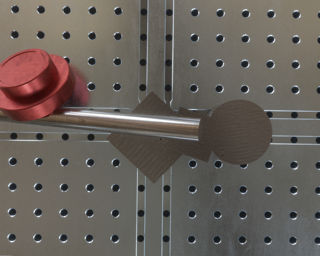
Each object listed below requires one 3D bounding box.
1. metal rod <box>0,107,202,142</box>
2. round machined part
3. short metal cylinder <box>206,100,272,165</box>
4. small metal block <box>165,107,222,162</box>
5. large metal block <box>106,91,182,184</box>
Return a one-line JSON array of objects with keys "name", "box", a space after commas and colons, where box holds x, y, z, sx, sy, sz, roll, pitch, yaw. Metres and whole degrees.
[{"name": "metal rod", "box": [-0.101, -0.011, 0.368, 0.301, 0.025, 0.025, 5, 90, 16]}, {"name": "round machined part", "box": [-0.157, -0.059, 0.376, 0.098, 0.042, 0.098, -6, 51, 8]}, {"name": "short metal cylinder", "box": [0.097, 0.005, 0.402, 0.081, 0.050, 0.079, 0, 90, -1]}, {"name": "small metal block", "box": [0.038, 0.007, 0.362, 0.050, 0.025, 0.050, 19, 90, -1]}, {"name": "large metal block", "box": [-0.008, 0.011, 0.399, 0.080, 0.050, 0.080, 44, 90, -1]}]
